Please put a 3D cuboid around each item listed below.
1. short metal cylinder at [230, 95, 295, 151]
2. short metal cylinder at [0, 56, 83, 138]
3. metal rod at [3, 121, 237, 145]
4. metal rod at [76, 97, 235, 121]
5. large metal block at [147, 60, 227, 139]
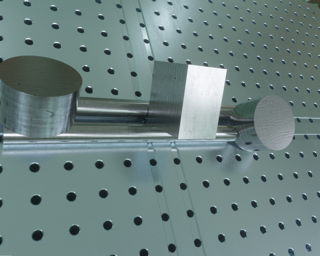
[{"bbox_3d":[0.151,-0.005,0.460,0.081,0.050,0.080,4,82,-27],"label":"short metal cylinder"},{"bbox_3d":[-0.127,-0.035,0.326,0.081,0.050,0.080,15,34,-10],"label":"short metal cylinder"},{"bbox_3d":[-0.027,0.006,0.389,0.303,0.025,0.025,1,62,-28],"label":"metal rod"},{"bbox_3d":[0.031,-0.024,0.438,0.303,0.025,0.025,1,62,-28],"label":"metal rod"},{"bbox_3d":[0.029,-0.036,0.372,0.050,0.080,0.079,1,103,-28],"label":"large metal block"}]
